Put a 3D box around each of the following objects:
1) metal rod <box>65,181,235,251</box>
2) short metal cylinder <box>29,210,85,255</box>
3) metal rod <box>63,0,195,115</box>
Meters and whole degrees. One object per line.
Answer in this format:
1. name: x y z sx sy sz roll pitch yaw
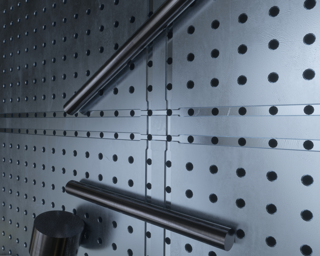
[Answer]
1. metal rod: -0.038 0.113 0.440 0.300 0.025 0.025 5 94 39
2. short metal cylinder: -0.171 0.180 0.515 0.080 0.081 0.050 24 105 37
3. metal rod: -0.055 -0.104 0.454 0.299 0.025 0.025 -35 69 34
